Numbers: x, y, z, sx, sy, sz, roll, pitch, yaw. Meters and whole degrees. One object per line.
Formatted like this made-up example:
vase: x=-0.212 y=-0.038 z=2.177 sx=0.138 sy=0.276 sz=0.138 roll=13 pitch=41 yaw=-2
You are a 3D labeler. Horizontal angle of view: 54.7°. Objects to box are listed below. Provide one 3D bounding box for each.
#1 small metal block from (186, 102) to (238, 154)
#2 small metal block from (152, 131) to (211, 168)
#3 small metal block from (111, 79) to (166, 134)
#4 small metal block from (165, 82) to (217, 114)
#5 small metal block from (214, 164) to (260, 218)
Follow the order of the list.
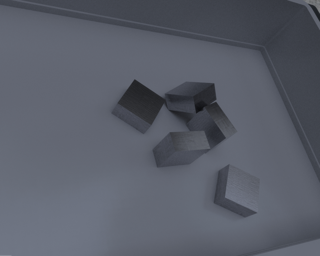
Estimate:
small metal block: x=0.070 y=0.000 z=0.429 sx=0.025 sy=0.050 sz=0.050 roll=-24 pitch=75 yaw=-37
small metal block: x=0.026 y=0.027 z=0.389 sx=0.050 sy=0.050 sz=0.025 roll=-2 pitch=63 yaw=-30
small metal block: x=-0.027 y=-0.028 z=0.410 sx=0.050 sy=0.025 sz=0.050 roll=33 pitch=51 yaw=-7
small metal block: x=0.044 y=-0.045 z=0.440 sx=0.050 sy=0.050 sz=0.025 roll=-34 pitch=122 yaw=-38
small metal block: x=0.103 y=0.084 z=0.412 sx=0.050 sy=0.025 sz=0.050 roll=27 pitch=52 yaw=-12
